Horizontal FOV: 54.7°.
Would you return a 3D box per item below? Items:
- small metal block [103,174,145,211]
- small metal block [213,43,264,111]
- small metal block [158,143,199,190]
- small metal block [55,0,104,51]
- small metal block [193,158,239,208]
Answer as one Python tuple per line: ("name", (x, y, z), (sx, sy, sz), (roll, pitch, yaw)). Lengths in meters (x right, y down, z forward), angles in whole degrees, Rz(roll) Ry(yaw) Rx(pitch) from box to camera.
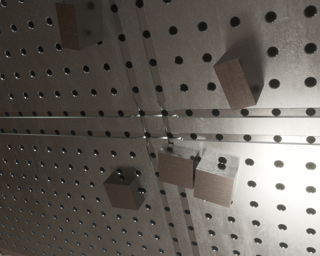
("small metal block", (-0.058, 0.104, 0.505), (0.050, 0.025, 0.050), (-1, 118, 28))
("small metal block", (0.082, -0.053, 0.318), (0.025, 0.050, 0.050), (-15, 111, 34))
("small metal block", (0.026, 0.052, 0.429), (0.050, 0.025, 0.050), (11, 123, 22))
("small metal block", (-0.093, -0.124, 0.365), (0.025, 0.050, 0.050), (14, 124, 20))
("small metal block", (0.075, 0.074, 0.417), (0.050, 0.025, 0.050), (13, 124, 20))
